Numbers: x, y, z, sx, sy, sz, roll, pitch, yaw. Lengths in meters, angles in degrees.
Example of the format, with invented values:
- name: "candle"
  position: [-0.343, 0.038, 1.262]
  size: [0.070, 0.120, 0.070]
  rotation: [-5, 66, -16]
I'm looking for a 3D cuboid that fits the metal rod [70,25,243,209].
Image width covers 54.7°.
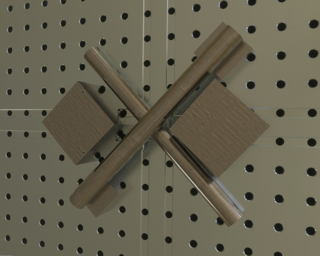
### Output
- name: "metal rod"
  position: [-0.014, -0.004, 0.390]
  size: [0.299, 0.025, 0.025]
  rotation: [-47, 76, 14]

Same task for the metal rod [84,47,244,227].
- name: "metal rod"
  position: [-0.003, 0.002, 0.413]
  size: [0.025, 0.025, 0.300]
  rotation: [-44, 76, 15]

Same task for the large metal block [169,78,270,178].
- name: "large metal block"
  position: [0.073, 0.000, 0.374]
  size: [0.080, 0.050, 0.080]
  rotation: [45, 104, 14]

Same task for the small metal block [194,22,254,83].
- name: "small metal block"
  position: [0.079, -0.093, 0.385]
  size: [0.050, 0.025, 0.050]
  rotation: [-46, 76, 14]

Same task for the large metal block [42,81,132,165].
- name: "large metal block"
  position: [-0.102, -0.007, 0.436]
  size: [0.080, 0.050, 0.080]
  rotation: [-45, 76, 14]

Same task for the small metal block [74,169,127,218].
- name: "small metal block"
  position: [-0.085, 0.090, 0.442]
  size: [0.050, 0.025, 0.050]
  rotation: [46, 104, 14]
